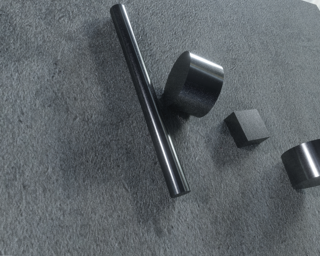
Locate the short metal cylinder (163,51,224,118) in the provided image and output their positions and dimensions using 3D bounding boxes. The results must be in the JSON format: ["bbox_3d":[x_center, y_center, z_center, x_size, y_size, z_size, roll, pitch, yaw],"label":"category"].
[{"bbox_3d":[0.045,-0.060,0.431,0.050,0.080,0.080,19,54,-18],"label":"short metal cylinder"}]

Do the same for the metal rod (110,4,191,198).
[{"bbox_3d":[-0.020,-0.052,0.425,0.025,0.025,0.299,-5,64,-31],"label":"metal rod"}]

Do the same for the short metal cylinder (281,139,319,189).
[{"bbox_3d":[0.230,0.055,0.462,0.081,0.080,0.050,2,61,-28],"label":"short metal cylinder"}]

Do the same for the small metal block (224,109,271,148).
[{"bbox_3d":[0.135,0.000,0.479,0.050,0.025,0.050,-8,66,-32],"label":"small metal block"}]
